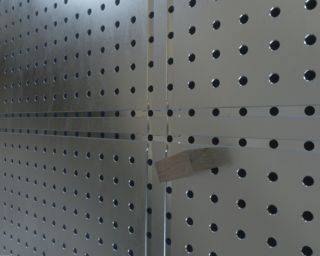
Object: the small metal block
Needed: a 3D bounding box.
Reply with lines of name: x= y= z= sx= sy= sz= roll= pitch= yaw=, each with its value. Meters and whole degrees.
small metal block: x=0.031 y=0.044 z=0.369 sx=0.050 sy=0.050 sz=0.025 roll=-25 pitch=74 yaw=37
